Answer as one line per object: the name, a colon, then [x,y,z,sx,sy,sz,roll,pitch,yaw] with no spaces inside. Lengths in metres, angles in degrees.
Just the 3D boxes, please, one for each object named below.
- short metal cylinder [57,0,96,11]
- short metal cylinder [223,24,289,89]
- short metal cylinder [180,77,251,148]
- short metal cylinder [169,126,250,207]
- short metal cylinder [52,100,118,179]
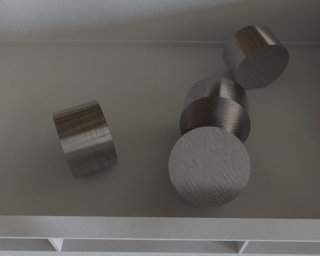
short metal cylinder: [-0.164,-0.278,0.605,0.081,0.080,0.050,-6,51,-5]
short metal cylinder: [0.140,-0.104,0.457,0.081,0.080,0.050,-11,51,-9]
short metal cylinder: [0.067,-0.015,0.376,0.080,0.079,0.050,9,35,7]
short metal cylinder: [0.051,0.040,0.331,0.080,0.050,0.080,0,86,4]
short metal cylinder: [-0.086,0.013,0.358,0.050,0.080,0.080,-18,53,-15]
